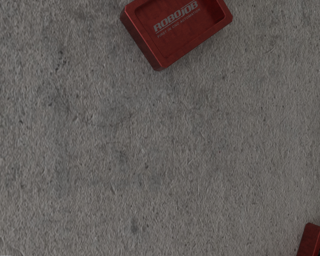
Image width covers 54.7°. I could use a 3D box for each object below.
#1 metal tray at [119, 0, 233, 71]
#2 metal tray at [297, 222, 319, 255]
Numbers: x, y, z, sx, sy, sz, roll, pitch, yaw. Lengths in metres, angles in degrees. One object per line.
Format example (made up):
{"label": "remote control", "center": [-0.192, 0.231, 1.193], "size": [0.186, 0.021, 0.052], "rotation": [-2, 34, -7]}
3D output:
{"label": "metal tray", "center": [0.024, -0.148, 0.414], "size": [0.131, 0.030, 0.090], "rotation": [-38, 102, -16]}
{"label": "metal tray", "center": [0.288, 0.220, 0.512], "size": [0.131, 0.030, 0.090], "rotation": [23, 82, -19]}
